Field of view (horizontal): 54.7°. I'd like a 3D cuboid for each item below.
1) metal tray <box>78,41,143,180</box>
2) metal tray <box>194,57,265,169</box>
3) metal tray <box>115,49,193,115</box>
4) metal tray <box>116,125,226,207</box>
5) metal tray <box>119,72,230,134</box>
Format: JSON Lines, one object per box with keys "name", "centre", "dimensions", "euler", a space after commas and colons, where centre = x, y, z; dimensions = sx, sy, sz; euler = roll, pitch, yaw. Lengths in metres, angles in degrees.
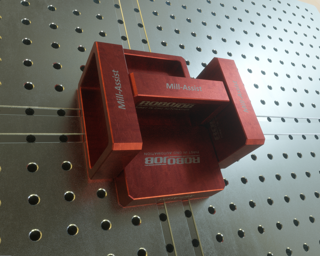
{"name": "metal tray", "centre": [-0.061, -0.018, 0.345], "dimensions": [0.030, 0.090, 0.130], "euler": [1, 61, -28]}
{"name": "metal tray", "centre": [0.082, -0.019, 0.423], "dimensions": [0.030, 0.090, 0.130], "euler": [1, 61, -28]}
{"name": "metal tray", "centre": [-0.017, -0.064, 0.436], "dimensions": [0.131, 0.030, 0.090], "euler": [1, 62, -28]}
{"name": "metal tray", "centre": [0.010, 0.043, 0.384], "dimensions": [0.131, 0.030, 0.090], "euler": [1, 62, -28]}
{"name": "metal tray", "centre": [0.009, -0.025, 0.386], "dimensions": [0.131, 0.090, 0.030], "euler": [1, 62, -28]}
